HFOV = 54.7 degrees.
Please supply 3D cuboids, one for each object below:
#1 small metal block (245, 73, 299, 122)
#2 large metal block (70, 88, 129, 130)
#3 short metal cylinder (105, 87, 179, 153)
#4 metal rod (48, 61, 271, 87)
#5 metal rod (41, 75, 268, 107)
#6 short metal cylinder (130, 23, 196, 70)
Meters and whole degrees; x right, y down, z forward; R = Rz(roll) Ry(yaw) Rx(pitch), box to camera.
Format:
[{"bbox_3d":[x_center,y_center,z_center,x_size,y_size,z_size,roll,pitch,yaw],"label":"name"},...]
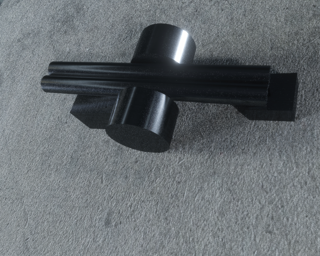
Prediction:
[{"bbox_3d":[0.131,-0.035,0.359,0.050,0.025,0.050,3,63,30],"label":"small metal block"},{"bbox_3d":[-0.072,-0.044,0.454,0.080,0.050,0.080,2,63,29],"label":"large metal block"},{"bbox_3d":[-0.021,-0.008,0.386,0.080,0.080,0.050,2,63,29],"label":"short metal cylinder"},{"bbox_3d":[-0.017,-0.071,0.400,0.301,0.025,0.025,6,64,22],"label":"metal rod"},{"bbox_3d":[-0.023,-0.049,0.390,0.301,0.025,0.025,6,64,22],"label":"metal rod"},{"bbox_3d":[0.005,-0.096,0.426,0.080,0.080,0.050,2,63,29],"label":"short metal cylinder"}]
